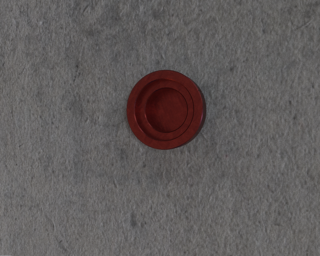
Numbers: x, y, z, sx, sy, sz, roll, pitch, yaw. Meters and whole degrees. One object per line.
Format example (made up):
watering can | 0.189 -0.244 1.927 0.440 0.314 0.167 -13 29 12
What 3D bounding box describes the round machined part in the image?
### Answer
round machined part | 0.011 -0.022 0.395 0.098 0.042 0.097 0 90 19
